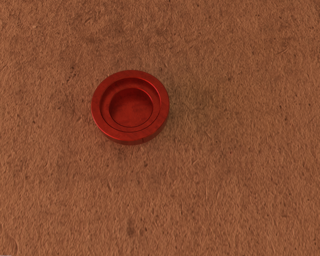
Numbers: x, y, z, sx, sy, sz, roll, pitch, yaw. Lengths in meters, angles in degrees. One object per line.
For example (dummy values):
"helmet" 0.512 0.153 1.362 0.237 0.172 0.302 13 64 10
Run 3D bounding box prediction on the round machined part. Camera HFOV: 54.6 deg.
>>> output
"round machined part" -0.037 -0.023 0.408 0.099 0.042 0.098 0 70 0
